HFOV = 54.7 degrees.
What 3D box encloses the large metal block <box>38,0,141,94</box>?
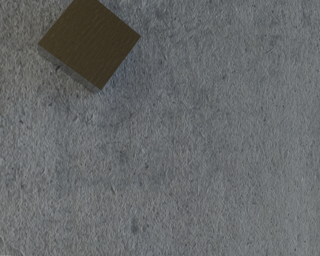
[{"bbox_3d":[-0.083,-0.097,0.365,0.080,0.050,0.080,37,78,-17],"label":"large metal block"}]
